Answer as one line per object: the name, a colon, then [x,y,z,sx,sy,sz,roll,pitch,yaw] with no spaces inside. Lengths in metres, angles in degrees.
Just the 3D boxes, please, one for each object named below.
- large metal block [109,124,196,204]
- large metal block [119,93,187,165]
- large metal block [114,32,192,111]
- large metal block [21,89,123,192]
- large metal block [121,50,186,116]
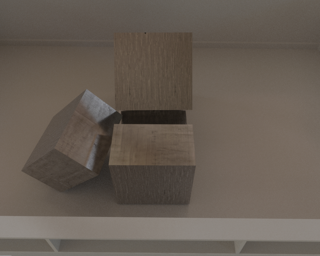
large metal block: [-0.007,0.041,0.332,0.081,0.080,0.050,0,50,0]
large metal block: [-0.009,0.001,0.388,0.081,0.050,0.080,0,50,-1]
large metal block: [-0.007,-0.061,0.345,0.081,0.079,0.050,-1,5,-1]
large metal block: [-0.096,0.016,0.342,0.050,0.080,0.080,38,46,-25]
large metal block: [-0.009,-0.060,0.417,0.081,0.080,0.050,-1,50,-1]
